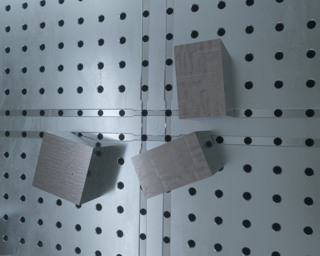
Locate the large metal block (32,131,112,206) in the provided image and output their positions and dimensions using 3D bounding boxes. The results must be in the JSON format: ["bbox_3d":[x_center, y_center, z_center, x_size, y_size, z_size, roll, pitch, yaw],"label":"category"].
[{"bbox_3d":[-0.125,0.053,0.442,0.080,0.050,0.079,16,95,19],"label":"large metal block"}]

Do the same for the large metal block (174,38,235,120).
[{"bbox_3d":[0.055,-0.051,0.364,0.050,0.080,0.080,-4,89,20],"label":"large metal block"}]

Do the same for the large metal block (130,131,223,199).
[{"bbox_3d":[0.024,0.041,0.374,0.080,0.080,0.050,-23,83,18],"label":"large metal block"}]
